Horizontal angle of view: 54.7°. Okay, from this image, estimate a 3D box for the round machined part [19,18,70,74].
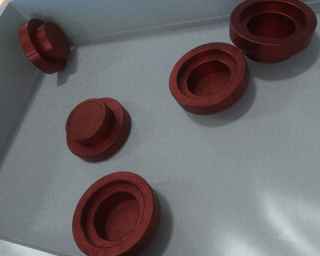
[{"bbox_3d":[-0.198,-0.149,0.552,0.042,0.098,0.098,-21,54,16],"label":"round machined part"}]

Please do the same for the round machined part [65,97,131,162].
[{"bbox_3d":[-0.095,-0.004,0.445,0.098,0.042,0.098,-13,56,20],"label":"round machined part"}]

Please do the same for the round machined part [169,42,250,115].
[{"bbox_3d":[0.065,-0.058,0.395,0.098,0.042,0.098,-13,57,21],"label":"round machined part"}]

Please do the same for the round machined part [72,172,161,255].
[{"bbox_3d":[-0.045,0.102,0.349,0.098,0.042,0.098,-13,50,16],"label":"round machined part"}]

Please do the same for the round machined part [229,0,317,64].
[{"bbox_3d":[0.136,-0.118,0.384,0.099,0.042,0.098,-4,54,5],"label":"round machined part"}]
